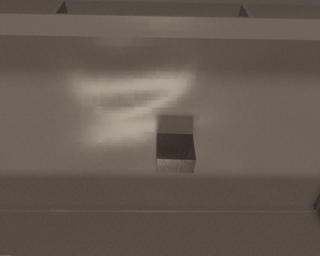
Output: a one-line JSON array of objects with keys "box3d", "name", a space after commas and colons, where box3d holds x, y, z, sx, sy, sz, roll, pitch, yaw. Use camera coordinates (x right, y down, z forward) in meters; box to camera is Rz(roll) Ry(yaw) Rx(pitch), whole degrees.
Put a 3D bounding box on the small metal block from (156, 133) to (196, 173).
[{"box3d": [0.020, 0.034, 0.422, 0.050, 0.050, 0.025, 2, 130, -3], "name": "small metal block"}]
